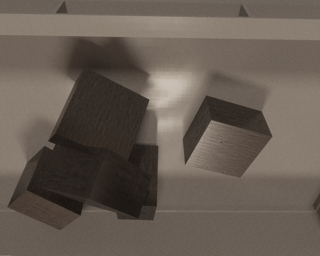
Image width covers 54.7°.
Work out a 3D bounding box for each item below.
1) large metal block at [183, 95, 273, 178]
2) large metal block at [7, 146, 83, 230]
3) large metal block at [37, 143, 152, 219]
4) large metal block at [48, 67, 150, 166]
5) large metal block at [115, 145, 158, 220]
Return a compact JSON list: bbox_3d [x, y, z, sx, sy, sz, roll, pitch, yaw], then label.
[{"bbox_3d":[0.084,0.013,0.405,0.081,0.050,0.079,14,129,-13],"label":"large metal block"},{"bbox_3d":[-0.154,0.086,0.444,0.080,0.080,0.050,37,121,-27],"label":"large metal block"},{"bbox_3d":[-0.069,0.058,0.341,0.080,0.050,0.080,3,155,36],"label":"large metal block"},{"bbox_3d":[-0.069,-0.009,0.355,0.080,0.080,0.050,26,158,-21],"label":"large metal block"},{"bbox_3d":[-0.031,0.076,0.422,0.050,0.080,0.080,3,151,-3],"label":"large metal block"}]
